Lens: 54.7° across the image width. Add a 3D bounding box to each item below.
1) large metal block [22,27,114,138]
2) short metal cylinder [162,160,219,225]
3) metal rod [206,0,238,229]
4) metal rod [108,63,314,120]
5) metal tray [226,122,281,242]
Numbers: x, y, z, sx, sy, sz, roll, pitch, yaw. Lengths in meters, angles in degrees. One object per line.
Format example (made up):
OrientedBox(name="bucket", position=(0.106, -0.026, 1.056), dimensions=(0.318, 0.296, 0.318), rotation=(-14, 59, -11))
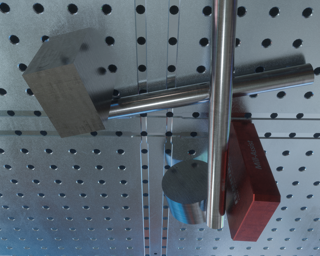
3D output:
OrientedBox(name="large metal block", position=(-0.091, -0.049, 0.333), dimensions=(0.050, 0.080, 0.080), rotation=(-11, 129, 9))
OrientedBox(name="short metal cylinder", position=(0.047, 0.093, 0.455), dimensions=(0.080, 0.080, 0.050), rotation=(-9, 129, 8))
OrientedBox(name="metal rod", position=(0.068, -0.008, 0.354), dimensions=(0.025, 0.025, 0.298), rotation=(-2, 115, 1))
OrientedBox(name="metal rod", position=(0.027, -0.038, 0.378), dimensions=(0.301, 0.025, 0.025), rotation=(-9, 130, 7))
OrientedBox(name="metal tray", position=(0.107, 0.065, 0.399), dimensions=(0.030, 0.130, 0.089), rotation=(5, 130, -5))
